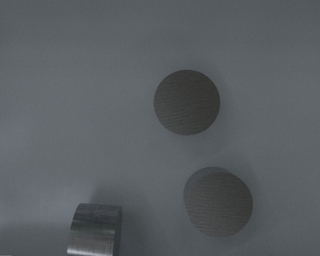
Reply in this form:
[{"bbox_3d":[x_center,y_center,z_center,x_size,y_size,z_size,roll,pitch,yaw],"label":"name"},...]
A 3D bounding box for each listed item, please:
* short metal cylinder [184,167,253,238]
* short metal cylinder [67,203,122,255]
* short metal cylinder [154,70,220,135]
[{"bbox_3d":[0.072,0.093,0.400,0.081,0.050,0.079,0,90,-1],"label":"short metal cylinder"},{"bbox_3d":[-0.078,0.136,0.383,0.050,0.080,0.079,5,90,0],"label":"short metal cylinder"},{"bbox_3d":[0.033,-0.031,0.399,0.081,0.050,0.079,0,90,-1],"label":"short metal cylinder"}]
